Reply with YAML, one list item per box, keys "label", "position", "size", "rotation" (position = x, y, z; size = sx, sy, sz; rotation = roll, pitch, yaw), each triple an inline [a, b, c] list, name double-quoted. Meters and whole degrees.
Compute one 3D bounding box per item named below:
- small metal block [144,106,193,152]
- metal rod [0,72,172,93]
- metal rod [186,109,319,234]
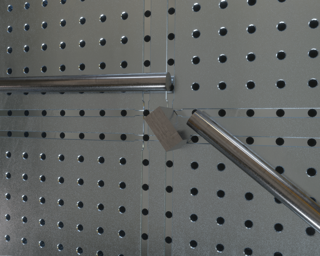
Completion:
- label: "small metal block"
  position: [0.012, 0.001, 0.395]
  size: [0.025, 0.050, 0.050]
  rotation: [-37, 78, 16]
- label: "metal rod"
  position: [-0.130, -0.066, 0.458]
  size: [0.301, 0.025, 0.025]
  rotation: [2, 91, 19]
- label: "metal rod"
  position: [0.153, 0.080, 0.358]
  size: [0.300, 0.025, 0.025]
  rotation: [40, 103, 15]
